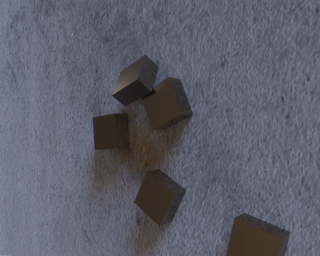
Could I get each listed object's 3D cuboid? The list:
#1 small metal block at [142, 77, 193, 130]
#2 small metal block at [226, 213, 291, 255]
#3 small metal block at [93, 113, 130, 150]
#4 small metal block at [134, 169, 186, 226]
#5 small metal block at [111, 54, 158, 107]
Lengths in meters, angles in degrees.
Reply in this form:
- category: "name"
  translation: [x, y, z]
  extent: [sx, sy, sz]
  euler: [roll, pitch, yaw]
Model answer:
- category: "small metal block"
  translation: [0.008, -0.030, 0.396]
  extent: [0.050, 0.025, 0.050]
  euler: [-28, 73, 36]
- category: "small metal block"
  translation: [0.100, 0.124, 0.321]
  extent: [0.050, 0.025, 0.050]
  euler: [16, 100, 38]
- category: "small metal block"
  translation: [-0.073, 0.006, 0.463]
  extent: [0.050, 0.025, 0.050]
  euler: [-7, 86, 39]
- category: "small metal block"
  translation: [-0.001, 0.089, 0.404]
  extent: [0.050, 0.025, 0.050]
  euler: [34, 111, 34]
- category: "small metal block"
  translation: [-0.033, -0.063, 0.414]
  extent: [0.050, 0.025, 0.050]
  euler: [-25, 38, 37]
